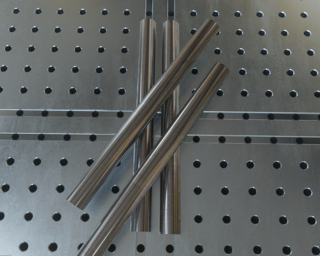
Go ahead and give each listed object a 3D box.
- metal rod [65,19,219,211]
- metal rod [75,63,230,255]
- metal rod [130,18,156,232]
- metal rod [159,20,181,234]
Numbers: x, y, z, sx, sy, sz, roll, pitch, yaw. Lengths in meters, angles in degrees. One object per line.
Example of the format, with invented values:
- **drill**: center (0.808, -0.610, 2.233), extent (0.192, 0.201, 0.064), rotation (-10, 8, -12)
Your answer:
- **metal rod**: center (-0.012, -0.029, 0.396), extent (0.025, 0.025, 0.300), rotation (33, 73, 11)
- **metal rod**: center (-0.003, 0.037, 0.371), extent (0.025, 0.025, 0.300), rotation (33, 73, 11)
- **metal rod**: center (-0.021, -0.017, 0.419), extent (0.025, 0.025, 0.299), rotation (1, 70, 0)
- **metal rod**: center (0.014, -0.015, 0.418), extent (0.025, 0.025, 0.299), rotation (1, 70, 0)
